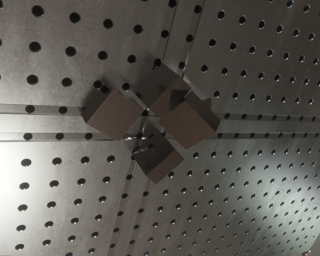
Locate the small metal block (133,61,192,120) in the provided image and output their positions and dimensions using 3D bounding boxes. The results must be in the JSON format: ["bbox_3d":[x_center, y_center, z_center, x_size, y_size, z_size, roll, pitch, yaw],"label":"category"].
[{"bbox_3d":[0.002,-0.045,0.369,0.050,0.050,0.025,-47,129,5],"label":"small metal block"}]

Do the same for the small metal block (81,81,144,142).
[{"bbox_3d":[-0.056,-0.019,0.370,0.050,0.025,0.050,34,99,-39],"label":"small metal block"}]

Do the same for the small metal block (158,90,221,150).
[{"bbox_3d":[0.035,-0.008,0.369,0.050,0.025,0.050,45,131,-10],"label":"small metal block"}]

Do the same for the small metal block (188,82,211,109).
[{"bbox_3d":[0.043,-0.025,0.405,0.025,0.050,0.050,-19,126,-18],"label":"small metal block"}]

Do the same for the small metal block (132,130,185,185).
[{"bbox_3d":[-0.003,0.039,0.419,0.050,0.050,0.025,-42,130,0],"label":"small metal block"}]
